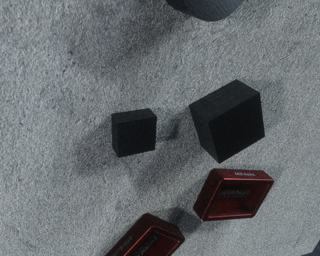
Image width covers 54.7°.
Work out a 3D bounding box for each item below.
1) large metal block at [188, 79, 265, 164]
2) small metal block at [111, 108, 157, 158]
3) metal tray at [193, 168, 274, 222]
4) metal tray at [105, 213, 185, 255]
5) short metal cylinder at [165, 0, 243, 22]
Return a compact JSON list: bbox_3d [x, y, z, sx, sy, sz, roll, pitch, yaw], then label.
[{"bbox_3d":[0.096,-0.009,0.438,0.080,0.050,0.080,-29,128,-10],"label":"large metal block"},{"bbox_3d":[-0.033,0.006,0.393,0.050,0.025,0.050,-11,123,-23],"label":"small metal block"},{"bbox_3d":[0.131,0.118,0.548,0.131,0.030,0.089,7,115,-32],"label":"metal tray"},{"bbox_3d":[-0.032,0.209,0.515,0.130,0.030,0.090,-48,129,6],"label":"metal tray"},{"bbox_3d":[0.045,-0.156,0.319,0.081,0.050,0.079,-14,124,-21],"label":"short metal cylinder"}]
